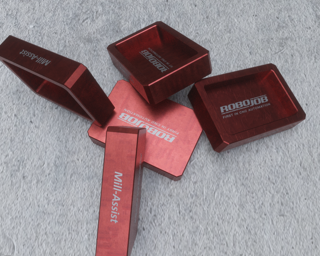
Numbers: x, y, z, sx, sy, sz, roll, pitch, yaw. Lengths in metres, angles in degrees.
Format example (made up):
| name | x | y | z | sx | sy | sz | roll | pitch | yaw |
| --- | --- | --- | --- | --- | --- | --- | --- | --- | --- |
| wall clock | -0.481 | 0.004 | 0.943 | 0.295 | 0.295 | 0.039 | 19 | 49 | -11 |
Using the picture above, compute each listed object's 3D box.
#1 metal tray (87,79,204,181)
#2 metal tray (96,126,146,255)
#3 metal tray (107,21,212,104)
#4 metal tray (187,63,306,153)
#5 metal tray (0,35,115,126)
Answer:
| name | x | y | z | sx | sy | sz | roll | pitch | yaw |
| --- | --- | --- | --- | --- | --- | --- | --- | --- | --- |
| metal tray | -0.015 | 0.002 | 0.406 | 0.130 | 0.030 | 0.090 | 24 | 72 | 8 |
| metal tray | -0.038 | 0.063 | 0.331 | 0.030 | 0.090 | 0.129 | 5 | 91 | 2 |
| metal tray | -0.005 | -0.092 | 0.409 | 0.090 | 0.030 | 0.130 | -30 | 44 | -11 |
| metal tray | 0.112 | -0.029 | 0.401 | 0.131 | 0.030 | 0.090 | -16 | 70 | -22 |
| metal tray | -0.127 | -0.057 | 0.378 | 0.130 | 0.090 | 0.030 | 24 | 71 | 26 |
